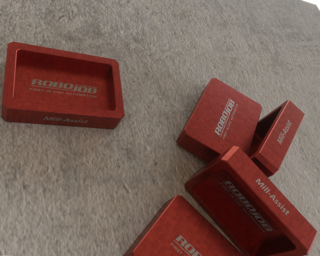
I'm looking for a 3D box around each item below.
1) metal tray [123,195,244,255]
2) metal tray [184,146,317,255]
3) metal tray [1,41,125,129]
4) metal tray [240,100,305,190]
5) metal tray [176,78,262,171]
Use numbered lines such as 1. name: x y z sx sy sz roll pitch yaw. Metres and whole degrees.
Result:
1. metal tray: 0.037 0.149 0.331 0.130 0.030 0.090 44 51 2
2. metal tray: 0.099 0.093 0.360 0.130 0.090 0.030 48 51 5
3. metal tray: -0.113 -0.048 0.370 0.131 0.030 0.090 5 60 -26
4. metal tray: 0.137 0.025 0.422 0.030 0.090 0.131 44 51 1
5. metal tray: 0.089 -0.006 0.447 0.090 0.030 0.130 31 50 0
